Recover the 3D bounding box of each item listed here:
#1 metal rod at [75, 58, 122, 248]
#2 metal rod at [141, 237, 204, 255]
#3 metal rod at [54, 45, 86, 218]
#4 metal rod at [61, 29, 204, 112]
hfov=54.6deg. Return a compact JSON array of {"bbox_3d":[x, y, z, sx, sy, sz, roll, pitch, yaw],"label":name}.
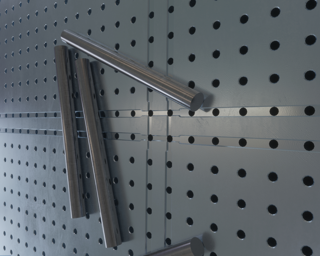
[{"bbox_3d":[-0.100,0.033,0.493,0.025,0.025,0.299,-20,78,38],"label":"metal rod"},{"bbox_3d":[-0.057,0.213,0.457,0.299,0.025,0.025,-34,69,35],"label":"metal rod"},{"bbox_3d":[-0.157,0.003,0.541,0.025,0.025,0.299,-13,82,39],"label":"metal rod"},{"bbox_3d":[-0.059,-0.096,0.459,0.300,0.025,0.025,32,110,35],"label":"metal rod"}]
